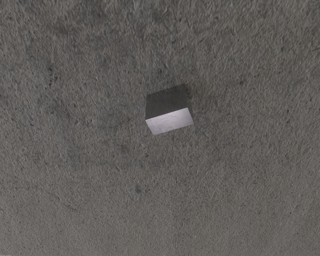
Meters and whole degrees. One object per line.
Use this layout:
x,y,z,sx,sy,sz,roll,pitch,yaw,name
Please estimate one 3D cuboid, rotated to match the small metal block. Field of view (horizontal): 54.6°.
0.011,-0.023,0.371,0.050,0.050,0.025,-16,128,13,small metal block
